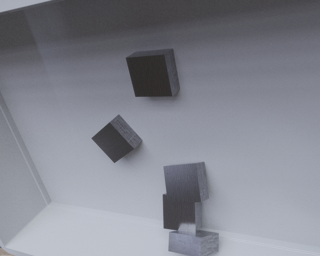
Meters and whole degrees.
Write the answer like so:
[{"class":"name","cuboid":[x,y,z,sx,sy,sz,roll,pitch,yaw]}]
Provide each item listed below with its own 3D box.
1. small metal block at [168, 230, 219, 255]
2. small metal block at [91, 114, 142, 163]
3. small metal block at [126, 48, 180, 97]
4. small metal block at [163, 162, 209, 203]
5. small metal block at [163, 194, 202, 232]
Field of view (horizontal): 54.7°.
[{"class":"small metal block","cuboid":[0.047,0.157,0.428,0.050,0.050,0.025,-4,79,36]},{"class":"small metal block","cuboid":[-0.063,0.016,0.450,0.050,0.025,0.050,48,128,-7]},{"class":"small metal block","cuboid":[-0.008,-0.065,0.371,0.050,0.025,0.050,2,119,27]},{"class":"small metal block","cuboid":[0.035,0.074,0.421,0.050,0.025,0.050,-10,84,32]},{"class":"small metal block","cuboid":[0.033,0.121,0.452,0.050,0.025,0.050,-2,89,28]}]
